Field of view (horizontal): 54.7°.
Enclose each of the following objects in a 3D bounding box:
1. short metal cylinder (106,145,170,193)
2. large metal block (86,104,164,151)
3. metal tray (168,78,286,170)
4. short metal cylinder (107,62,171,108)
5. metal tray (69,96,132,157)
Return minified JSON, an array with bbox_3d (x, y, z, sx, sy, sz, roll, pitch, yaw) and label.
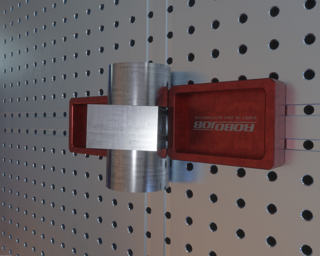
[{"bbox_3d":[-0.028,0.049,0.396,0.080,0.081,0.050,3,92,40],"label":"short metal cylinder"},{"bbox_3d":[-0.039,-0.001,0.387,0.080,0.080,0.050,2,91,6],"label":"large metal block"},{"bbox_3d":[0.069,-0.005,0.349,0.130,0.030,0.089,1,91,40],"label":"metal tray"},{"bbox_3d":[-0.026,-0.052,0.395,0.080,0.081,0.050,2,91,40],"label":"short metal cylinder"},{"bbox_3d":[-0.091,-0.003,0.481,0.130,0.030,0.089,2,91,40],"label":"metal tray"}]
